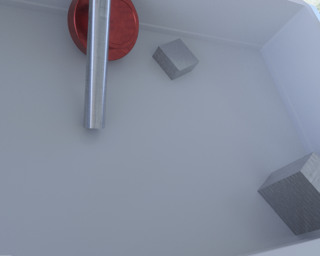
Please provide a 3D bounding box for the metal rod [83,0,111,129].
[{"bbox_3d":[-0.069,-0.149,0.359,0.025,0.025,0.298,2,94,-28],"label":"metal rod"}]

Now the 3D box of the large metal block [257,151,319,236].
[{"bbox_3d":[0.198,0.091,0.424,0.050,0.080,0.080,-34,81,-38],"label":"large metal block"}]

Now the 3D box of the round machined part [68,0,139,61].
[{"bbox_3d":[-0.067,-0.139,0.412,0.099,0.042,0.097,-11,106,-38],"label":"round machined part"}]

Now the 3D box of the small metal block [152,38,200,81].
[{"bbox_3d":[0.025,-0.109,0.487,0.050,0.025,0.050,-32,80,-38],"label":"small metal block"}]
